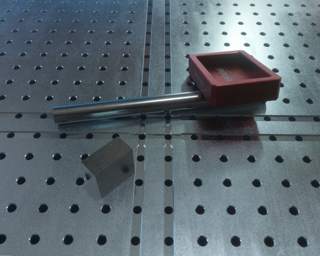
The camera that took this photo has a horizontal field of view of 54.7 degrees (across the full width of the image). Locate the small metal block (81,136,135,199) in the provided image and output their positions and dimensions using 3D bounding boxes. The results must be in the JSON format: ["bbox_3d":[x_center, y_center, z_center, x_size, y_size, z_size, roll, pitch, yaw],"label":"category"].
[{"bbox_3d":[-0.057,0.045,0.353,0.050,0.050,0.025,-36,59,-27],"label":"small metal block"}]

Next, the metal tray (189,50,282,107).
[{"bbox_3d":[0.099,-0.075,0.440,0.091,0.030,0.130,-7,30,-6],"label":"metal tray"}]

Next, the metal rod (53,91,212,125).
[{"bbox_3d":[0.007,-0.035,0.436,0.302,0.025,0.025,-7,51,-7],"label":"metal rod"}]
